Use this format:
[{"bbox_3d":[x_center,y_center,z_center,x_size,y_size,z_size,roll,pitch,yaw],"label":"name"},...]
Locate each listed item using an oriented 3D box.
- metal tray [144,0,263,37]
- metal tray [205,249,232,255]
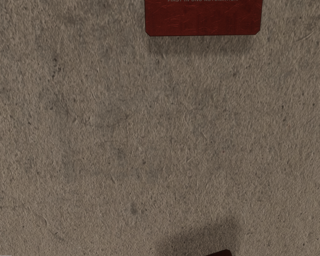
[{"bbox_3d":[0.048,-0.152,0.352,0.131,0.030,0.089,-1,110,0],"label":"metal tray"},{"bbox_3d":[0.056,0.243,0.465,0.130,0.090,0.030,-21,109,7],"label":"metal tray"}]
